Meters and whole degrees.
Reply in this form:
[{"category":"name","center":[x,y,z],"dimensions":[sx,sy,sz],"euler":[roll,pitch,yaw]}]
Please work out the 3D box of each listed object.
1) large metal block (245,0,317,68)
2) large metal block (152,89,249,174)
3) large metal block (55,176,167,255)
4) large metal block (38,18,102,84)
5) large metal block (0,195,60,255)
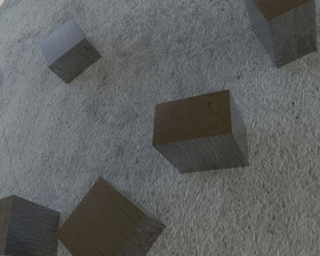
[{"category":"large metal block","center":[0.144,-0.135,0.376],"dimensions":[0.050,0.080,0.080],"euler":[-25,53,13]},{"category":"large metal block","center":[0.047,0.008,0.339],"dimensions":[0.080,0.080,0.050],"euler":[-10,58,23]},{"category":"large metal block","center":[-0.055,0.114,0.346],"dimensions":[0.080,0.050,0.080],"euler":[30,78,37]},{"category":"large metal block","center":[-0.163,-0.140,0.560],"dimensions":[0.080,0.050,0.080],"euler":[-38,51,3]},{"category":"large metal block","center":[-0.171,0.137,0.375],"dimensions":[0.050,0.080,0.080],"euler":[-20,54,16]}]
